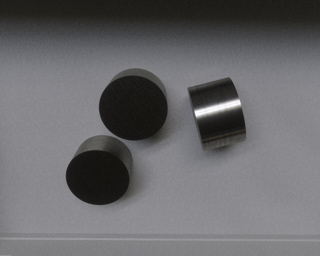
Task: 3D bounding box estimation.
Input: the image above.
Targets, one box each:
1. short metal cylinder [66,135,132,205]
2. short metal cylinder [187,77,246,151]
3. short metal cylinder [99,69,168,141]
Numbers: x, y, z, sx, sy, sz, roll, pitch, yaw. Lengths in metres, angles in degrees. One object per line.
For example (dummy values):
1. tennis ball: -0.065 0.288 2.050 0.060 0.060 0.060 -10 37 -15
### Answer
1. short metal cylinder: -0.079 0.056 0.417 0.081 0.050 0.079 0 110 -1
2. short metal cylinder: 0.068 -0.017 0.377 0.050 0.080 0.080 -14 110 5
3. short metal cylinder: -0.031 -0.031 0.386 0.081 0.050 0.079 0 110 -1
